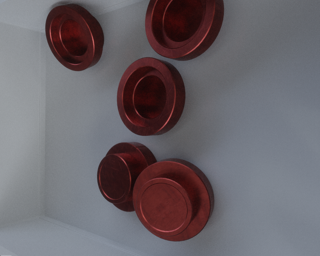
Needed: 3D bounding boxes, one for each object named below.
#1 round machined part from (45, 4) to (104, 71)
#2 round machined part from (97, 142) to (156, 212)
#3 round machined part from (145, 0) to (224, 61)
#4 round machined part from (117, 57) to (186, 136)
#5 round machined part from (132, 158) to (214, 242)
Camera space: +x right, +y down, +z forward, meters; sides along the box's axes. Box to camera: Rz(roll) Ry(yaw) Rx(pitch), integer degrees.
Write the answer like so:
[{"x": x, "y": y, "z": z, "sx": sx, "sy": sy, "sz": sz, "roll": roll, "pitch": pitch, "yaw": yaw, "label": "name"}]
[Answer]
[{"x": -0.127, "y": -0.141, "z": 0.481, "sx": 0.098, "sy": 0.042, "sz": 0.097, "roll": 16, "pitch": 124, "yaw": 26, "label": "round machined part"}, {"x": -0.051, "y": 0.069, "z": 0.435, "sx": 0.098, "sy": 0.042, "sz": 0.097, "roll": 0, "pitch": 90, "yaw": 39, "label": "round machined part"}, {"x": 0.032, "y": -0.129, "z": 0.367, "sx": 0.098, "sy": 0.042, "sz": 0.097, "roll": 0, "pitch": 90, "yaw": 39, "label": "round machined part"}, {"x": -0.007, "y": -0.039, "z": 0.399, "sx": 0.098, "sy": 0.042, "sz": 0.097, "roll": 0, "pitch": 90, "yaw": 39, "label": "round machined part"}, {"x": 0.011, "y": 0.088, "z": 0.366, "sx": 0.098, "sy": 0.042, "sz": 0.097, "roll": 2, "pitch": 96, "yaw": 21, "label": "round machined part"}]
